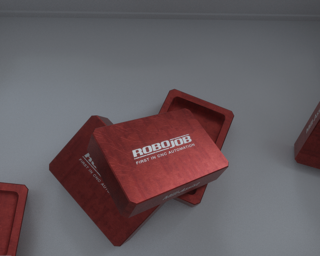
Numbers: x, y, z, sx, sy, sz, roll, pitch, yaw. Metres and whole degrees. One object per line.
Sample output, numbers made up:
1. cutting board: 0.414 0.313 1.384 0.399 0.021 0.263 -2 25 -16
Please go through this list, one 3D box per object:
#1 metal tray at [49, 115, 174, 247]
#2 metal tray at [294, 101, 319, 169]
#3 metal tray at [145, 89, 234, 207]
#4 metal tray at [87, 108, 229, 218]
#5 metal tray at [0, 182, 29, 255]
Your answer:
1. metal tray: -0.058 0.059 0.367 0.130 0.030 0.090 44 97 15
2. metal tray: 0.224 0.000 0.354 0.090 0.129 0.030 16 44 8
3. metal tray: 0.030 0.023 0.398 0.090 0.030 0.130 23 71 8
4. metal tray: 0.000 0.030 0.336 0.131 0.030 0.090 -15 59 -35
5. metal tray: -0.223 0.102 0.339 0.131 0.030 0.090 12 68 -23
